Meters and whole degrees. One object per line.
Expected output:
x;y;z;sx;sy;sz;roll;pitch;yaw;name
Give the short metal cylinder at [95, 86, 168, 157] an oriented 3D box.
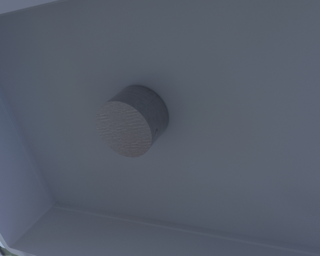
-0.036;-0.009;0.404;0.080;0.050;0.080;13;124;21;short metal cylinder
